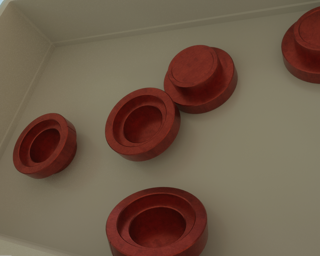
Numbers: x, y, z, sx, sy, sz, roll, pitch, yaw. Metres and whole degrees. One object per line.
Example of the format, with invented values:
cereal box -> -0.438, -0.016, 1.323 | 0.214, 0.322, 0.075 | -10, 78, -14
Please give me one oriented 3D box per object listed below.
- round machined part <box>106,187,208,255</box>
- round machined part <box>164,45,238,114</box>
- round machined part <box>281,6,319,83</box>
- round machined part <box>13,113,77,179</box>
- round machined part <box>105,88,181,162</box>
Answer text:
round machined part -> -0.001, 0.106, 0.310 | 0.099, 0.042, 0.098 | -6, 26, 3
round machined part -> 0.050, -0.071, 0.411 | 0.098, 0.042, 0.098 | -13, 56, 20
round machined part -> 0.192, -0.103, 0.357 | 0.098, 0.042, 0.098 | -13, 56, 20
round machined part -> -0.164, 0.030, 0.460 | 0.098, 0.042, 0.098 | -13, 56, 20
round machined part -> -0.018, -0.001, 0.404 | 0.098, 0.042, 0.098 | -13, 56, 20
